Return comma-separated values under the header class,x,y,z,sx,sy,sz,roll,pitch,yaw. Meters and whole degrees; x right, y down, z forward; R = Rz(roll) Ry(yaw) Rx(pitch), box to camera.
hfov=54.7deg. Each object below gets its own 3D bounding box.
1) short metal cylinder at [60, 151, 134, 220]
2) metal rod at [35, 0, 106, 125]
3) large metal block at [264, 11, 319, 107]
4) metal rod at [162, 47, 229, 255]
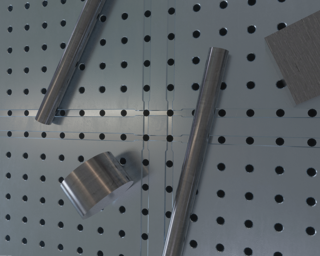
class,x,y,z,sx,sy,sz,roll,pitch,yaw
short metal cylinder,-0.083,0.076,0.413,0.080,0.080,0.050,-43,77,15
metal rod,-0.113,-0.142,0.452,0.025,0.025,0.298,30,99,17
large metal block,0.170,-0.076,0.339,0.080,0.050,0.080,-25,82,18
metal rod,0.042,0.048,0.397,0.025,0.025,0.298,14,95,19
